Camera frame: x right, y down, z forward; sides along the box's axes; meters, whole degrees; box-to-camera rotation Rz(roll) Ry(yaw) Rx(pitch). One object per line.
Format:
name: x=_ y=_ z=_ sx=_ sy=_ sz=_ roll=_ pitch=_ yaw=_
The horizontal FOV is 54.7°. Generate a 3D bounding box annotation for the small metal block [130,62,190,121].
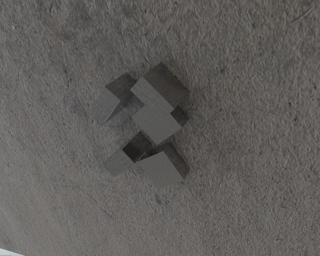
small metal block: x=0.001 y=-0.044 z=0.363 sx=0.050 sy=0.050 sz=0.025 roll=45 pitch=129 yaw=-4

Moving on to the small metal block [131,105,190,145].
small metal block: x=0.000 y=-0.013 z=0.399 sx=0.050 sy=0.025 sz=0.050 roll=48 pitch=129 yaw=-6

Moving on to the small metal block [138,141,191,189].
small metal block: x=0.006 y=0.053 z=0.437 sx=0.050 sy=0.025 sz=0.050 roll=-26 pitch=104 yaw=37

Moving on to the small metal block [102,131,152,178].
small metal block: x=-0.046 y=0.037 z=0.438 sx=0.025 sy=0.050 sz=0.050 roll=49 pitch=129 yaw=-6

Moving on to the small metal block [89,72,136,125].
small metal block: x=-0.058 y=-0.038 z=0.398 sx=0.025 sy=0.050 sz=0.050 roll=42 pitch=129 yaw=0
